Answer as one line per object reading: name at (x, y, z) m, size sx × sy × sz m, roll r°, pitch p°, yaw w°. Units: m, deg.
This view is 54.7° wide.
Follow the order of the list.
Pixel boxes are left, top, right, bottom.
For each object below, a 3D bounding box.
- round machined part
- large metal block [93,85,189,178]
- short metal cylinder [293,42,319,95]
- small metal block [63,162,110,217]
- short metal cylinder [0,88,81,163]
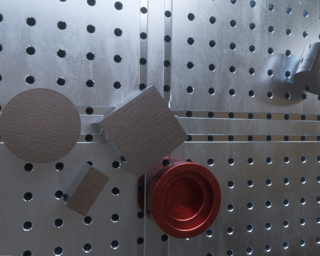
round machined part at (0.029, 0.093, 0.416) m, size 0.099 × 0.042 × 0.097 m, roll 0°, pitch 90°, yaw -21°
large metal block at (-0.025, 0.003, 0.391) m, size 0.080 × 0.050 × 0.080 m, roll -37°, pitch 102°, yaw -16°
short metal cylinder at (0.256, -0.089, 0.480) m, size 0.080 × 0.080 × 0.050 m, roll 28°, pitch 81°, yaw -18°
small metal block at (-0.089, 0.070, 0.367) m, size 0.025 × 0.050 × 0.050 m, roll 36°, pitch 78°, yaw -17°
short metal cylinder at (-0.133, -0.003, 0.350) m, size 0.081 × 0.050 × 0.079 m, roll 0°, pitch 90°, yaw -21°
